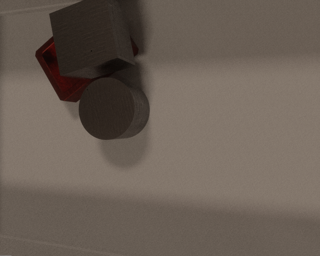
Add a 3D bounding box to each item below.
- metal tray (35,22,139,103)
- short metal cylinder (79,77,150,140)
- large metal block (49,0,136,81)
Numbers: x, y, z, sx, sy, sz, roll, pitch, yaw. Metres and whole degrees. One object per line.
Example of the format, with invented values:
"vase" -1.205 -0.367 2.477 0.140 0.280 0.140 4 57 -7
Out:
"metal tray" -0.107 -0.108 0.444 0.130 0.030 0.090 -35 79 16
"short metal cylinder" -0.061 -0.025 0.417 0.080 0.050 0.079 0 90 19
"large metal block" -0.085 -0.112 0.393 0.080 0.050 0.080 -12 86 19
